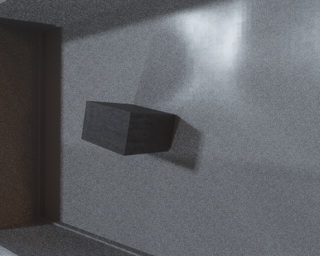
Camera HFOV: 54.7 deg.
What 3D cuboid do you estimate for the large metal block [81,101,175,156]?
[{"bbox_3d":[-0.041,-0.002,0.399,0.080,0.081,0.050,16,100,38],"label":"large metal block"}]
